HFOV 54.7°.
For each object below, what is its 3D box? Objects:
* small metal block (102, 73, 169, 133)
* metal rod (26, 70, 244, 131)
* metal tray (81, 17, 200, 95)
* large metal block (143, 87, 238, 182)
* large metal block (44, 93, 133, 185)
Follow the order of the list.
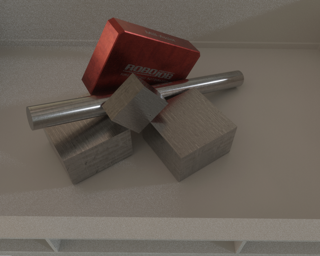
[{"bbox_3d":[-0.027,-0.026,0.345,0.050,0.050,0.025,-45,56,11],"label":"small metal block"},{"bbox_3d":[-0.006,-0.042,0.390,0.303,0.025,0.025,-15,50,-32],"label":"metal rod"},{"bbox_3d":[-0.021,-0.077,0.390,0.131,0.089,0.030,1,42,-43],"label":"metal tray"},{"bbox_3d":[0.034,0.006,0.383,0.081,0.050,0.080,-27,55,-21],"label":"large metal block"},{"bbox_3d":[-0.090,0.008,0.376,0.081,0.050,0.080,-27,55,-21],"label":"large metal block"}]
